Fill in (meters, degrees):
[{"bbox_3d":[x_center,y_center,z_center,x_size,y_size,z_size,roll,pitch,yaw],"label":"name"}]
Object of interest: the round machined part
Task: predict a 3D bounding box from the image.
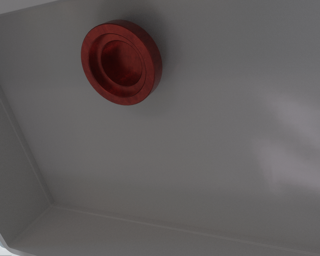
[{"bbox_3d":[-0.041,-0.080,0.371,0.098,0.042,0.097,13,124,21],"label":"round machined part"}]
